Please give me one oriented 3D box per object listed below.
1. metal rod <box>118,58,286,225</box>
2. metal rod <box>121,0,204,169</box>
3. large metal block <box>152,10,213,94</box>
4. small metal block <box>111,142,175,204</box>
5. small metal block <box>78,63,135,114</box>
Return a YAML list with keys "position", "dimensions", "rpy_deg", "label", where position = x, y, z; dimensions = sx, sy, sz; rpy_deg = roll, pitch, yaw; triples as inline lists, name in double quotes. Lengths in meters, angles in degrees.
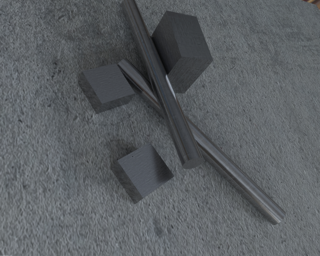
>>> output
- position: [0.053, 0.017, 0.423]
  dimensions: [0.300, 0.025, 0.025]
  rpy_deg: [44, 51, 2]
  label: "metal rod"
- position: [-0.007, -0.080, 0.422]
  dimensions: [0.025, 0.025, 0.299]
  rpy_deg: [0, 53, -29]
  label: "metal rod"
- position: [0.023, -0.106, 0.447]
  dimensions: [0.050, 0.080, 0.080]
  rpy_deg: [0, 62, -29]
  label: "large metal block"
- position: [-0.020, 0.052, 0.362]
  dimensions: [0.050, 0.025, 0.050]
  rpy_deg: [-28, 78, -38]
  label: "small metal block"
- position: [-0.069, -0.052, 0.399]
  dimensions: [0.050, 0.025, 0.050]
  rpy_deg: [-23, 75, -37]
  label: "small metal block"
